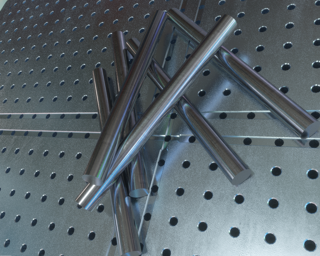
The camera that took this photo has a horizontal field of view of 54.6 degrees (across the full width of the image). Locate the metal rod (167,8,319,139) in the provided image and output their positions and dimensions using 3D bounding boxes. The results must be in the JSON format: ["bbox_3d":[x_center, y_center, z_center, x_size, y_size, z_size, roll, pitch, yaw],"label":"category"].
[{"bbox_3d":[0.089,-0.092,0.418,0.025,0.025,0.300,-38,51,3],"label":"metal rod"}]

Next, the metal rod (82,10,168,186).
[{"bbox_3d":[-0.036,-0.062,0.421,0.025,0.025,0.300,-3,51,27],"label":"metal rod"}]

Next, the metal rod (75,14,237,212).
[{"bbox_3d":[0.001,-0.025,0.390,0.025,0.025,0.300,31,79,38],"label":"metal rod"}]

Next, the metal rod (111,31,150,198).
[{"bbox_3d":[-0.049,-0.041,0.460,0.025,0.025,0.300,-22,53,15],"label":"metal rod"}]

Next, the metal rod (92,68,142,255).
[{"bbox_3d":[-0.067,0.024,0.429,0.025,0.025,0.300,-26,52,12],"label":"metal rod"}]

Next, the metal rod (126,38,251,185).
[{"bbox_3d":[0.021,-0.043,0.424,0.025,0.025,0.300,-37,51,3],"label":"metal rod"}]
